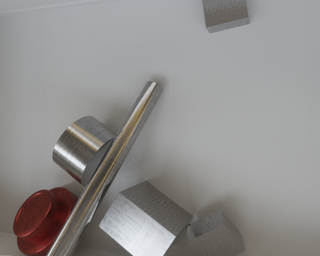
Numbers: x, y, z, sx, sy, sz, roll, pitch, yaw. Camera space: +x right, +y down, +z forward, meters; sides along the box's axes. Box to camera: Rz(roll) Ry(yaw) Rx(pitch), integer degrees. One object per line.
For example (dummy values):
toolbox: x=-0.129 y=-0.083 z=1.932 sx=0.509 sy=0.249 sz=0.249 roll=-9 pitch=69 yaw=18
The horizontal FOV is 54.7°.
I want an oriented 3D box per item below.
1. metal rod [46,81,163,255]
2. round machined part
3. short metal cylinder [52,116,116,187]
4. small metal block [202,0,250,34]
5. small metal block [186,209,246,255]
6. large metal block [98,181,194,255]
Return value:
metal rod: x=-0.074 y=0.070 z=0.368 sx=0.025 sy=0.025 sz=0.300 roll=22 pitch=71 yaw=18
round machined part: x=-0.162 y=0.125 z=0.429 sx=0.098 sy=0.042 sz=0.098 roll=-22 pitch=41 yaw=21
short metal cylinder: x=-0.094 y=0.031 z=0.413 sx=0.050 sy=0.080 sz=0.080 roll=34 pitch=101 yaw=16
small metal block: x=0.080 y=-0.150 z=0.382 sx=0.050 sy=0.025 sz=0.050 roll=-9 pitch=87 yaw=19
small metal block: x=0.067 y=0.133 z=0.375 sx=0.050 sy=0.025 sz=0.050 roll=-31 pitch=112 yaw=17
large metal block: x=-0.014 y=0.116 z=0.385 sx=0.080 sy=0.080 sz=0.050 roll=34 pitch=101 yaw=16
